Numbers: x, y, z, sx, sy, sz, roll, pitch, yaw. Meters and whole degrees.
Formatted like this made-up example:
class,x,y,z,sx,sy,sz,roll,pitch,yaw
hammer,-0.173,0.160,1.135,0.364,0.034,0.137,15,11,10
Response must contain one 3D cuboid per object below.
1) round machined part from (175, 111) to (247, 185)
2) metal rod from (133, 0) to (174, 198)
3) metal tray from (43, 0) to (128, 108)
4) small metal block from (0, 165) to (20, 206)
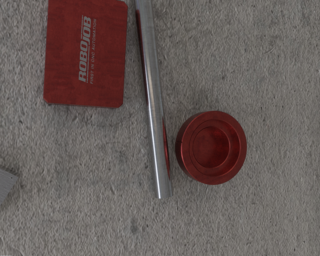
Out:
class,x,y,z,sx,sy,sz,roll,pitch,yaw
round machined part,0.065,0.026,0.425,0.099,0.042,0.097,0,90,-20
metal rod,-0.011,-0.058,0.405,0.025,0.025,0.298,-7,93,-20
metal tray,-0.089,-0.091,0.373,0.091,0.030,0.129,3,89,-20
small metal block,-0.191,0.063,0.339,0.050,0.025,0.050,33,79,-17
